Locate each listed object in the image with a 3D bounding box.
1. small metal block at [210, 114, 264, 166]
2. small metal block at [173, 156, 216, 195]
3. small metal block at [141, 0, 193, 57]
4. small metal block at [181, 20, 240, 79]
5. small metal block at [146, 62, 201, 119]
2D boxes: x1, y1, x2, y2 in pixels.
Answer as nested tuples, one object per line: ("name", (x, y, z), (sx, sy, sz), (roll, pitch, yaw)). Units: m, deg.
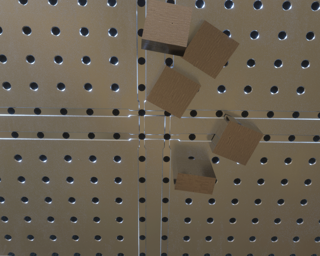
("small metal block", (0.103, 0.016, 0.421), (0.050, 0.025, 0.050), (22, 108, -8))
("small metal block", (0.046, 0.064, 0.424), (0.050, 0.050, 0.025), (9, 110, -4))
("small metal block", (0.008, -0.115, 0.358), (0.050, 0.025, 0.050), (10, 77, -3))
("small metal block", (0.059, -0.096, 0.379), (0.050, 0.025, 0.050), (30, 107, -11))
("small metal block", (0.017, -0.048, 0.396), (0.050, 0.025, 0.050), (29, 107, -11))
